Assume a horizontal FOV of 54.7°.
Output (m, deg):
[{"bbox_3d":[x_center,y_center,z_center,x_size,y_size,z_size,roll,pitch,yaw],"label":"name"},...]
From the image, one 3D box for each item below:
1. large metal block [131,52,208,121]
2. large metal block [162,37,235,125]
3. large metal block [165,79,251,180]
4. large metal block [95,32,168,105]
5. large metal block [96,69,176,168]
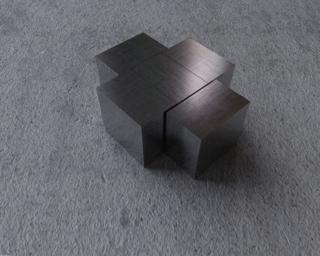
[{"bbox_3d":[0.010,-0.037,0.401,0.050,0.080,0.080,-35,59,-26],"label":"large metal block"},{"bbox_3d":[0.048,-0.063,0.423,0.050,0.080,0.080,-35,59,-26],"label":"large metal block"},{"bbox_3d":[0.054,0.002,0.368,0.080,0.080,0.050,-35,59,-26],"label":"large metal block"},{"bbox_3d":[-0.036,-0.073,0.430,0.080,0.080,0.050,-35,59,-26],"label":"large metal block"},{"bbox_3d":[-0.028,-0.011,0.379,0.050,0.080,0.080,-35,59,-26],"label":"large metal block"}]
